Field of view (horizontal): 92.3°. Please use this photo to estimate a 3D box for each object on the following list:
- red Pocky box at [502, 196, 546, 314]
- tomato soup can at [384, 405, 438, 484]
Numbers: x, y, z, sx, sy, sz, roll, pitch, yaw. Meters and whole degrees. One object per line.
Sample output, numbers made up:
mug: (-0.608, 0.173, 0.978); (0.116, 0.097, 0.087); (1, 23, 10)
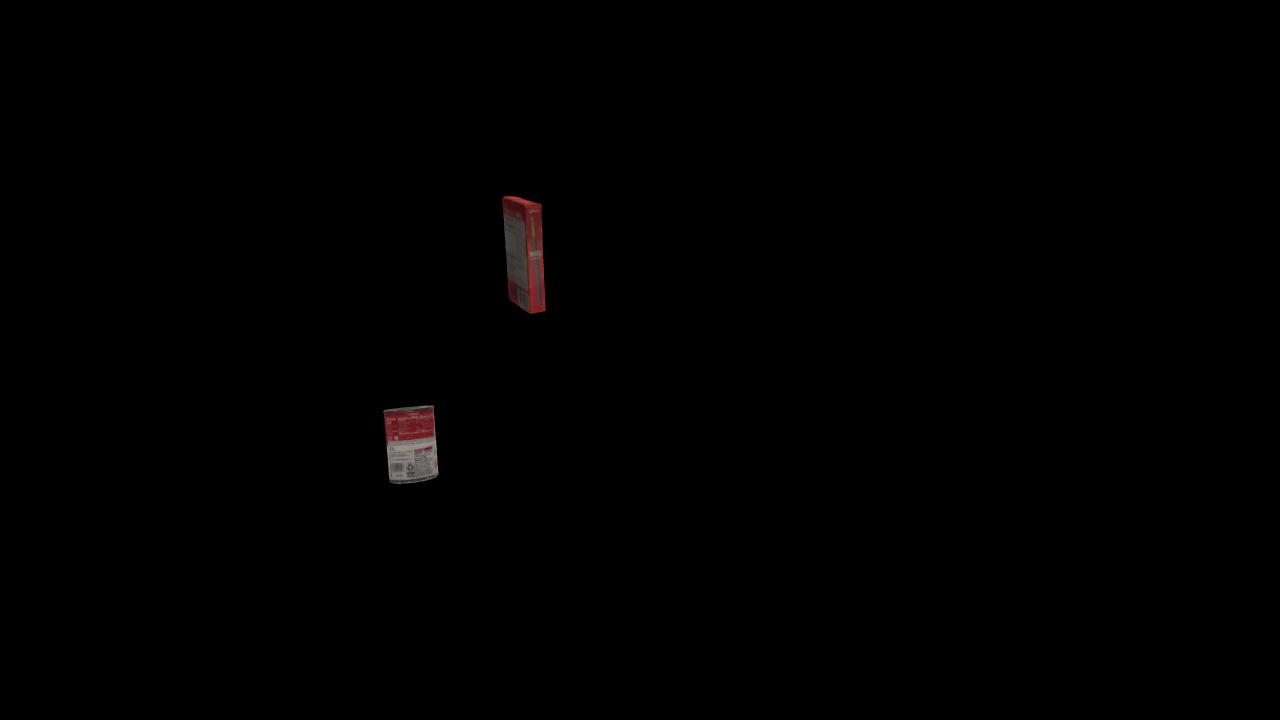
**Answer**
red Pocky box: (-0.165, -0.151, 0.879); (0.028, 0.155, 0.083); (-13, 27, -30)
tomato soup can: (-0.322, 0.118, 0.868); (0.068, 0.101, 0.068); (-5, 0, 0)
